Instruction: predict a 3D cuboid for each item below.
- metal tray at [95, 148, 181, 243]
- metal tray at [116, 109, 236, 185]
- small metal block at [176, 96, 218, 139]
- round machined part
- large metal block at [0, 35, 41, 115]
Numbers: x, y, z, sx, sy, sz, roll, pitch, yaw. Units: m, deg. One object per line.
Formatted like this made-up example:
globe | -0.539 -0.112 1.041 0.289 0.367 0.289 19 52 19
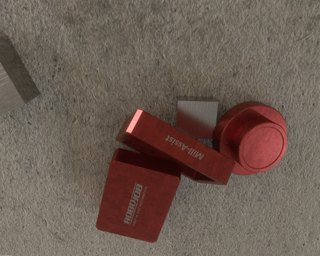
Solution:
metal tray | -0.032 0.097 0.428 0.091 0.030 0.129 15 120 -4
metal tray | 0.015 0.028 0.384 0.131 0.090 0.030 29 76 -11
small metal block | 0.047 -0.014 0.405 0.050 0.025 0.050 2 110 -1
round machined part | 0.121 0.018 0.396 0.099 0.042 0.097 -6 111 -15
large metal block | -0.208 -0.056 0.373 0.080 0.050 0.080 -21 109 7
